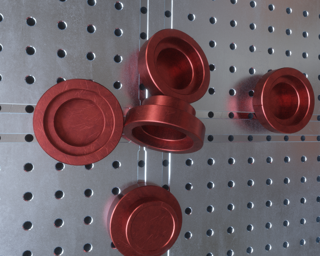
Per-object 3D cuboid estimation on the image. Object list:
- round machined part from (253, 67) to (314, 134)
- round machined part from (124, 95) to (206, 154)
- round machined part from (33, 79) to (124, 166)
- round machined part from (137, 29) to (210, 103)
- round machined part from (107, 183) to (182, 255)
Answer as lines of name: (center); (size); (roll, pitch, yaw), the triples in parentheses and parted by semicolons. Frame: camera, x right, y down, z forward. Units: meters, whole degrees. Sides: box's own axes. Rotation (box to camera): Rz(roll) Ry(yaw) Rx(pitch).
round machined part: (0.182, -0.040, 0.473); (0.099, 0.042, 0.097); (0, 90, -21)
round machined part: (0.007, -0.006, 0.380); (0.099, 0.098, 0.042); (21, 66, -19)
round machined part: (-0.094, -0.007, 0.366); (0.099, 0.042, 0.097); (0, 91, -15)
round machined part: (0.014, -0.074, 0.400); (0.099, 0.042, 0.098); (9, 74, -32)
round machined part: (-0.016, 0.123, 0.399); (0.099, 0.042, 0.097); (0, 90, -21)
